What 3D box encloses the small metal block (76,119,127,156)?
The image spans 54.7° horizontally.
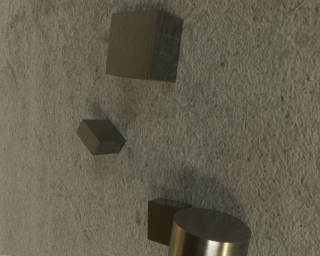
[{"bbox_3d":[-0.087,0.013,0.458,0.050,0.050,0.025,47,118,29],"label":"small metal block"}]

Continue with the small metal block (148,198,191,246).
[{"bbox_3d":[0.012,0.119,0.394,0.050,0.025,0.050,1,91,39],"label":"small metal block"}]

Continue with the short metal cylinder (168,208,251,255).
[{"bbox_3d":[0.051,0.124,0.326,0.080,0.081,0.050,14,99,39],"label":"short metal cylinder"}]

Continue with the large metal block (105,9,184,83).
[{"bbox_3d":[-0.021,-0.105,0.404,0.080,0.050,0.079,12,98,39],"label":"large metal block"}]
